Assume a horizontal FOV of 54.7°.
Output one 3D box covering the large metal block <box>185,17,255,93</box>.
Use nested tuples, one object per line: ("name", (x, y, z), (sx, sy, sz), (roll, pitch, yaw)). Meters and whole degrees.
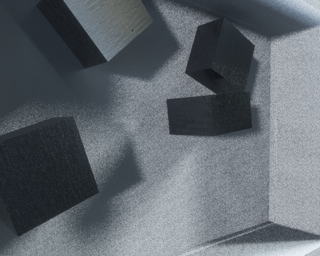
("large metal block", (0.092, -0.104, 0.467), (0.080, 0.050, 0.080), (26, 74, -37))

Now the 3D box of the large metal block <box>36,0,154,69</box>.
("large metal block", (-0.067, -0.123, 0.334), (0.080, 0.050, 0.080), (-50, 120, -28))

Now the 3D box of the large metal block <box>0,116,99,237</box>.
("large metal block", (-0.116, 0.040, 0.293), (0.081, 0.050, 0.080), (-25, 106, -37))

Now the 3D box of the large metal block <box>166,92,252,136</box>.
("large metal block", (0.068, -0.020, 0.427), (0.081, 0.080, 0.050), (-9, 96, -40))
